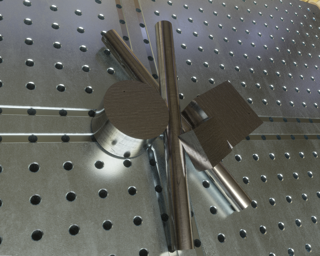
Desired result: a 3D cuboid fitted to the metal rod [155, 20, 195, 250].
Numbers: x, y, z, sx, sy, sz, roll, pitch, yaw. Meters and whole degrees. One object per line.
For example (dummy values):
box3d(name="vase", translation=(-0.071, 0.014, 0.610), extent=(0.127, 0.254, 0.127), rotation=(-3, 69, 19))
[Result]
box3d(name="metal rod", translation=(0.015, -0.007, 0.391), extent=(0.025, 0.025, 0.299), rotation=(6, 67, -25))

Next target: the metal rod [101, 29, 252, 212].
box3d(name="metal rod", translation=(0.018, -0.015, 0.423), extent=(0.025, 0.025, 0.300), rotation=(-32, 80, -38))

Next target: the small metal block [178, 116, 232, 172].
box3d(name="small metal block", translation=(0.057, 0.019, 0.382), extent=(0.050, 0.025, 0.050), rotation=(-30, 93, -46))

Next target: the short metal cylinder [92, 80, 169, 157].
box3d(name="short metal cylinder", translation=(-0.036, -0.011, 0.375), extent=(0.081, 0.050, 0.080), rotation=(14, 56, -21))

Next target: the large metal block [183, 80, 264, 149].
box3d(name="large metal block", translation=(0.085, -0.011, 0.439), extent=(0.081, 0.050, 0.080), rotation=(-31, 79, -38))
